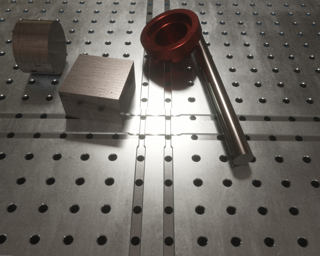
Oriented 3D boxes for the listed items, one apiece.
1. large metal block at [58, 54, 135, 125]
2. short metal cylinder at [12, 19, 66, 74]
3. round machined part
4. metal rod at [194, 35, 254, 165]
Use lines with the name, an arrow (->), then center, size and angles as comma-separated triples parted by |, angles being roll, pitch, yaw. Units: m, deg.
large metal block -> -0.084, -0.056, 0.437 | 0.080, 0.050, 0.080 | 8, 50, 6
short metal cylinder -> -0.181, -0.123, 0.473 | 0.050, 0.080, 0.080 | 2, 50, 1
round machined part -> 0.021, -0.145, 0.505 | 0.098, 0.042, 0.098 | -12, 54, 16
metal rod -> 0.079, -0.075, 0.471 | 0.025, 0.025, 0.300 | -6, 50, -6
